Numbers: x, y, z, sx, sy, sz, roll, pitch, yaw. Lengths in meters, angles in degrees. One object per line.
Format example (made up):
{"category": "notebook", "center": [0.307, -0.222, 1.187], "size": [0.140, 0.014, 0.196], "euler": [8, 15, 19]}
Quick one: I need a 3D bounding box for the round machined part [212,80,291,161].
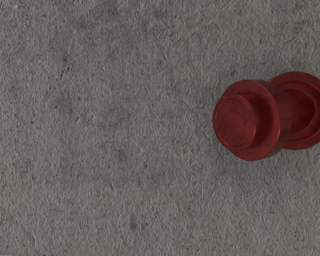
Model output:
{"category": "round machined part", "center": [0.101, -0.008, 0.371], "size": [0.042, 0.098, 0.097], "euler": [-8, 90, -32]}

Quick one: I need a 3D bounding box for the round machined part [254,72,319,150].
{"category": "round machined part", "center": [0.167, -0.021, 0.403], "size": [0.099, 0.042, 0.097], "euler": [0, 90, 0]}
